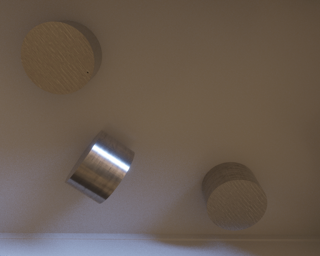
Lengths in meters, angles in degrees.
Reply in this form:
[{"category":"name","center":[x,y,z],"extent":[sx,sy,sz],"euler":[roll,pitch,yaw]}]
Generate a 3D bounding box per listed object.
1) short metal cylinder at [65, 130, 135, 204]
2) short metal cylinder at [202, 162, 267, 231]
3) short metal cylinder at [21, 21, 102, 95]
[{"category":"short metal cylinder","center":[-0.077,0.049,0.399],"extent":[0.050,0.080,0.080],"euler":[36,106,-13]},{"category":"short metal cylinder","center":[0.102,0.095,0.435],"extent":[0.081,0.050,0.079],"euler":[0,110,-1]},{"category":"short metal cylinder","center":[-0.113,-0.084,0.365],"extent":[0.081,0.050,0.079],"euler":[0,110,-1]}]
